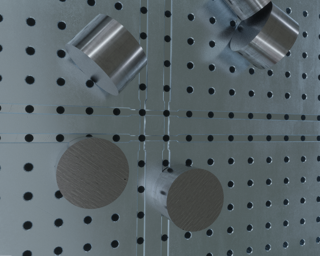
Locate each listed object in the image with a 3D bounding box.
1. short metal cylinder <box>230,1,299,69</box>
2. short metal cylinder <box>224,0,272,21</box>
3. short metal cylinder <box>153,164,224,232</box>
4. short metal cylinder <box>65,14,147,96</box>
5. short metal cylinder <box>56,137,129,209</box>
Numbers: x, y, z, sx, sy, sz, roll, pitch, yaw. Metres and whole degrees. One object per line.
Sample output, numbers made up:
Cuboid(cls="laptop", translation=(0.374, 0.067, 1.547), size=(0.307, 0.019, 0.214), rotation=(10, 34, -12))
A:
Cuboid(cls="short metal cylinder", translation=(0.146, -0.131, 0.439), size=(0.050, 0.080, 0.080), rotation=(29, 80, -18))
Cuboid(cls="short metal cylinder", translation=(0.129, -0.198, 0.432), size=(0.050, 0.080, 0.080), rotation=(44, 76, -15))
Cuboid(cls="short metal cylinder", translation=(0.037, 0.091, 0.414), size=(0.081, 0.050, 0.079), rotation=(0, 90, -21))
Cuboid(cls="short metal cylinder", translation=(-0.062, -0.084, 0.361), size=(0.080, 0.080, 0.050), rotation=(44, 76, -15))
Cuboid(cls="short metal cylinder", translation=(-0.082, 0.051, 0.370), size=(0.081, 0.050, 0.079), rotation=(0, 90, -21))
